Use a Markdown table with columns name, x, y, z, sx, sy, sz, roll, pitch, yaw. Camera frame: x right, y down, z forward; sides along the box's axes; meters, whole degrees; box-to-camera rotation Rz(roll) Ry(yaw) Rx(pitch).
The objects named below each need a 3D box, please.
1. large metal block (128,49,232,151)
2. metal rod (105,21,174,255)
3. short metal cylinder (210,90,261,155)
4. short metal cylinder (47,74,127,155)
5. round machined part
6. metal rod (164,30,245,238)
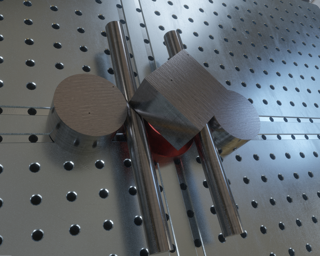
| name | x | y | z | sx | sy | sz | roll | pitch | yaw |
| --- | --- | --- | --- | --- | --- | --- | --- | --- | --- |
| large metal block | 0.025 | -0.035 | 0.366 | 0.080 | 0.050 | 0.080 | 44 | 51 | 2 |
| metal rod | -0.031 | -0.009 | 0.369 | 0.025 | 0.025 | 0.299 | 0 | 62 | -28 |
| short metal cylinder | 0.096 | -0.008 | 0.448 | 0.081 | 0.050 | 0.080 | 14 | 56 | -21 |
| short metal cylinder | -0.084 | -0.015 | 0.356 | 0.081 | 0.050 | 0.080 | 14 | 56 | -21 |
| round machined part | 0.003 | -0.007 | 0.404 | 0.099 | 0.042 | 0.098 | 14 | 56 | -21 |
| metal rod | 0.051 | -0.010 | 0.415 | 0.025 | 0.025 | 0.299 | 0 | 62 | -28 |
